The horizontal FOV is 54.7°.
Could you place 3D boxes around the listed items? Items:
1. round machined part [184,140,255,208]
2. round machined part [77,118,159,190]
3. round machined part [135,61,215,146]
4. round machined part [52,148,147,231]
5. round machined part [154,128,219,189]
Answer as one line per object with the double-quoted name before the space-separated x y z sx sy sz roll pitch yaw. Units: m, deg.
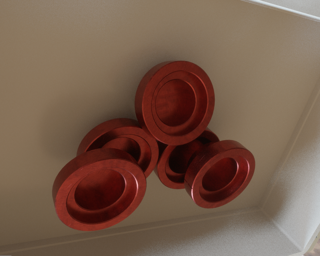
"round machined part" 0.075 0.057 0.419 0.099 0.042 0.097 -14 124 -21
"round machined part" -0.054 0.030 0.385 0.099 0.042 0.097 -14 124 -21
"round machined part" 0.014 -0.031 0.371 0.099 0.042 0.097 -7 104 -29
"round machined part" -0.068 0.063 0.343 0.099 0.042 0.097 -14 124 -21
"round machined part" 0.033 0.035 0.435 0.099 0.042 0.097 -14 124 -21
